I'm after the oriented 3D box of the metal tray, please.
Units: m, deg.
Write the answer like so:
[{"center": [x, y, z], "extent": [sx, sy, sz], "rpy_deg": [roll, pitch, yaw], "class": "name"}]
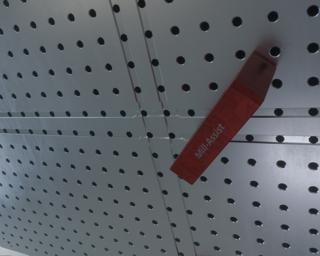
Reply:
[{"center": [0.065, -0.008, 0.329], "extent": [0.030, 0.090, 0.129], "rpy_deg": [35, 129, 5], "class": "metal tray"}]
